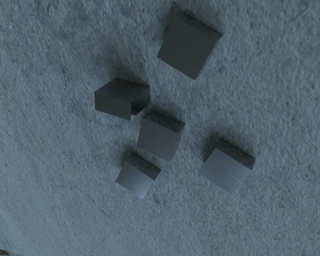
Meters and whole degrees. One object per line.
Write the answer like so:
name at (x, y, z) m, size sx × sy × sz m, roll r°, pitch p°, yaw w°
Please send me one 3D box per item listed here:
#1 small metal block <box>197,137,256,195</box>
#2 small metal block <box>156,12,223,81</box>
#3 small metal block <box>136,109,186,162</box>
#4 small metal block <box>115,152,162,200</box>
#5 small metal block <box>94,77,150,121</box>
small metal block at (0.084, 0.048, 0.392) m, size 0.050 × 0.025 × 0.050 m, roll 32°, pitch 128°, yaw 7°
small metal block at (0.031, -0.088, 0.335) m, size 0.050 × 0.025 × 0.050 m, roll 33°, pitch 129°, yaw 6°
small metal block at (0.000, 0.010, 0.412) m, size 0.050 × 0.025 × 0.050 m, roll 24°, pitch 127°, yaw 13°
small metal block at (-0.033, 0.073, 0.468) m, size 0.050 × 0.025 × 0.050 m, roll 33°, pitch 129°, yaw 6°
small metal block at (-0.047, -0.038, 0.390) m, size 0.050 × 0.050 × 0.025 m, roll 17°, pitch 125°, yaw 18°
